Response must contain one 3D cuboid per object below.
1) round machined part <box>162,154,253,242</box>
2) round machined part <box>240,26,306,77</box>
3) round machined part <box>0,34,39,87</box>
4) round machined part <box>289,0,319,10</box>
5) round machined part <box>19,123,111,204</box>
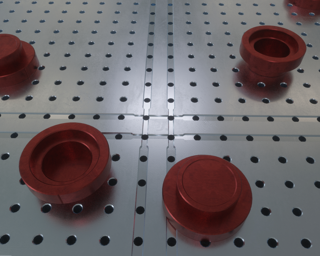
[{"bbox_3d":[0.052,0.069,0.339,0.099,0.042,0.098,0,50,0],"label":"round machined part"},{"bbox_3d":[0.177,-0.120,0.498,0.099,0.042,0.098,0,50,0],"label":"round machined part"},{"bbox_3d":[-0.249,-0.112,0.490,0.099,0.042,0.098,0,50,0],"label":"round machined part"},{"bbox_3d":[0.317,-0.289,0.641,0.099,0.042,0.098,0,50,0],"label":"round machined part"},{"bbox_3d":[-0.105,0.044,0.360,0.099,0.042,0.098,0,50,0],"label":"round machined part"}]
